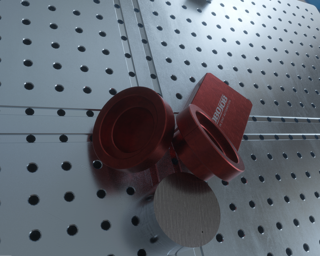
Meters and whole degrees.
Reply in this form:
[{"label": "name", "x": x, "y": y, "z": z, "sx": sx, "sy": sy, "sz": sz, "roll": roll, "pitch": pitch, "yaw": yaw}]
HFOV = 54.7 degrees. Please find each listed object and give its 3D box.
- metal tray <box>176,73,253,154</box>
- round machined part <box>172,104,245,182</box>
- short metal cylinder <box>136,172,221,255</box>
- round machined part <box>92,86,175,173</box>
[{"label": "metal tray", "x": 0.081, "y": -0.014, "z": 0.459, "sx": 0.090, "sy": 0.030, "sz": 0.130, "roll": 34, "pitch": 51, "yaw": -6}, {"label": "round machined part", "x": 0.051, "y": 0.022, "z": 0.362, "sx": 0.098, "sy": 0.042, "sz": 0.098, "roll": 43, "pitch": 19, "yaw": -19}, {"label": "short metal cylinder", "x": 0.019, "y": 0.096, "z": 0.346, "sx": 0.081, "sy": 0.050, "sz": 0.080, "roll": 14, "pitch": 56, "yaw": -21}, {"label": "round machined part", "x": -0.026, "y": 0.005, "z": 0.358, "sx": 0.042, "sy": 0.098, "sz": 0.098, "roll": 36, "pitch": 39, "yaw": -54}]
